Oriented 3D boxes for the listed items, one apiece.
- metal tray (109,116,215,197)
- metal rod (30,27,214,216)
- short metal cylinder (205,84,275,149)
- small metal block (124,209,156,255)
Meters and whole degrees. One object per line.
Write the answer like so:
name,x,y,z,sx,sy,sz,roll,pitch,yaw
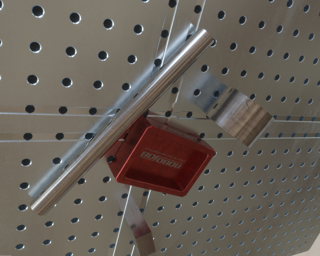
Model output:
metal tray,0.006,0.045,0.440,0.131,0.030,0.090,22,107,-37
metal rod,-0.049,-0.006,0.382,0.300,0.025,0.025,-45,130,3
short metal cylinder,0.109,-0.016,0.427,0.080,0.080,0.050,30,102,-38
small metal block,-0.031,0.164,0.481,0.025,0.050,0.050,-20,127,-17
